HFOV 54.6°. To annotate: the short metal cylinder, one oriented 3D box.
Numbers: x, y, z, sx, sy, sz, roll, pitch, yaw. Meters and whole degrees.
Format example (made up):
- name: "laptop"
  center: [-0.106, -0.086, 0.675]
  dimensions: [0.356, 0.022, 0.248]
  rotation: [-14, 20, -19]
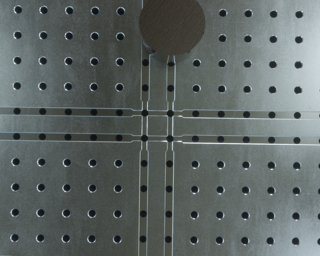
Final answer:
- name: "short metal cylinder"
  center: [0.015, -0.128, 0.401]
  dimensions: [0.080, 0.050, 0.080]
  rotation: [0, 90, 0]
